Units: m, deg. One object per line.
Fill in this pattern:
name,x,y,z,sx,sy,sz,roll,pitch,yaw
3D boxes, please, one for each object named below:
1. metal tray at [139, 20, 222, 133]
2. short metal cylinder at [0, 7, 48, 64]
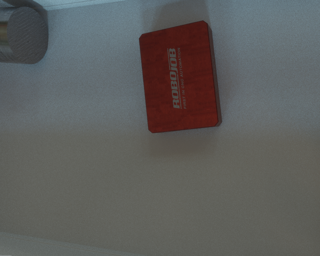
metal tray,0.026,-0.062,0.398,0.090,0.030,0.129,-7,88,19
short metal cylinder,-0.212,-0.135,0.454,0.050,0.080,0.079,7,92,19
